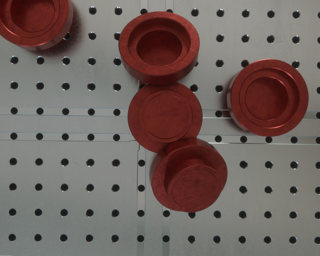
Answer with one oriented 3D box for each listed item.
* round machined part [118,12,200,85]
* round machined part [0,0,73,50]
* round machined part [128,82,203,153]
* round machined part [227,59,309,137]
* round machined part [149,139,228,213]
[{"bbox_3d":[-0.001,-0.096,0.393,0.099,0.042,0.098,0,66,1],"label":"round machined part"},{"bbox_3d":[-0.162,-0.149,0.403,0.099,0.042,0.097,0,90,-1],"label":"round machined part"},{"bbox_3d":[0.007,-0.015,0.405,0.099,0.042,0.097,0,90,-1],"label":"round machined part"},{"bbox_3d":[0.137,-0.038,0.407,0.099,0.042,0.097,0,90,-1],"label":"round machined part"},{"bbox_3d":[0.038,0.066,0.387,0.099,0.042,0.097,-4,114,-10],"label":"round machined part"}]
